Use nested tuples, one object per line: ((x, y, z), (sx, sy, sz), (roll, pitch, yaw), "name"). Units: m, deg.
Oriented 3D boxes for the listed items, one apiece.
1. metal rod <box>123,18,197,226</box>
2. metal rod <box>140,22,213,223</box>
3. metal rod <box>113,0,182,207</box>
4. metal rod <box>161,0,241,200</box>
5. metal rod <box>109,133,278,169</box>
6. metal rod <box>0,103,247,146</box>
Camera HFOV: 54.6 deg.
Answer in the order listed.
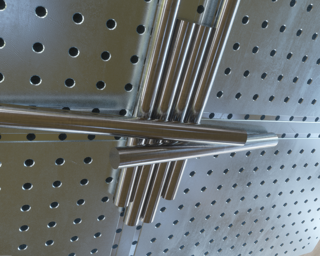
((-0.008, 0.009, 0.411), (0.025, 0.025, 0.298), (1, 118, -29), "metal rod")
((0.014, 0.010, 0.425), (0.025, 0.025, 0.298), (1, 118, -29), "metal rod")
((-0.020, -0.026, 0.383), (0.025, 0.025, 0.298), (1, 118, -29), "metal rod")
((0.048, -0.028, 0.418), (0.025, 0.025, 0.298), (1, 118, -29), "metal rod")
((0.070, 0.027, 0.438), (0.302, 0.025, 0.025), (-3, 120, -37), "metal rod")
((-0.031, -0.001, 0.363), (0.302, 0.025, 0.025), (5, 116, -21), "metal rod")
